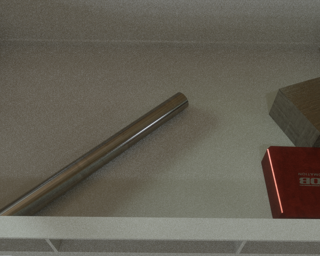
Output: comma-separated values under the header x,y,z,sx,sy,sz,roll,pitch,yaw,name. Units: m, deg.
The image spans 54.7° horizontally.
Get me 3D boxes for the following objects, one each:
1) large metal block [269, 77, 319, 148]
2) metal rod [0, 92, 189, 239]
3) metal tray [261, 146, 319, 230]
x,y,z,sx,sy,sz,roll,pitch,yaw,name
0.207,-0.018,0.407,0.081,0.050,0.080,-16,52,-14,large metal block
-0.079,0.038,0.371,0.302,0.025,0.025,-35,59,-26,metal rod
0.190,0.066,0.349,0.131,0.030,0.090,2,50,1,metal tray
